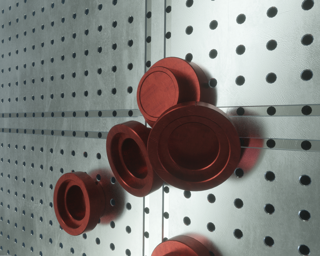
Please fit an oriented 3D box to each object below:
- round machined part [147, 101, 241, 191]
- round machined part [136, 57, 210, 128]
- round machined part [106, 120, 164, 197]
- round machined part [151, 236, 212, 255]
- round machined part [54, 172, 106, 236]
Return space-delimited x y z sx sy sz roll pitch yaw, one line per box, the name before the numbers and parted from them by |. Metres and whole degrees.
round machined part | 0.038 0.017 0.346 0.099 0.042 0.097 2 107 7
round machined part | 0.009 -0.041 0.389 0.098 0.042 0.097 0 90 39
round machined part | -0.025 0.037 0.405 0.098 0.042 0.097 22 122 42
round machined part | 0.022 0.187 0.378 0.098 0.042 0.097 0 90 39
round machined part | -0.126 0.119 0.499 0.098 0.042 0.097 0 90 39
